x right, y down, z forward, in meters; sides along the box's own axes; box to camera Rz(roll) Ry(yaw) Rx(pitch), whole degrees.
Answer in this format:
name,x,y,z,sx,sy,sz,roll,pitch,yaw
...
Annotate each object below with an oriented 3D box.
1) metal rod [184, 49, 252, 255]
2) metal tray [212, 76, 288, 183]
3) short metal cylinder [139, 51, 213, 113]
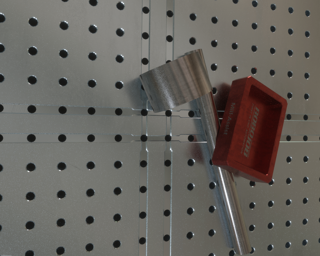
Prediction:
name,x,y,z,sx,sy,sz,roll,pitch,yaw
metal rod,0.084,0.037,0.443,0.025,0.025,0.298,-17,96,-19
metal tray,0.130,0.003,0.440,0.090,0.030,0.130,25,74,-28
short metal cylinder,0.020,-0.057,0.391,0.081,0.080,0.050,-25,99,-18
